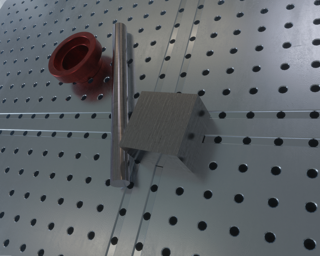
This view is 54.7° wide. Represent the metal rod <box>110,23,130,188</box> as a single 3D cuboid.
[{"bbox_3d":[-0.061,-0.054,0.473,0.025,0.025,0.299,-17,55,18],"label":"metal rod"}]

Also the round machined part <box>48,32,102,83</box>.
[{"bbox_3d":[-0.143,-0.118,0.545,0.098,0.042,0.098,-13,56,21],"label":"round machined part"}]

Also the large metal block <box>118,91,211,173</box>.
[{"bbox_3d":[0.008,0.003,0.387,0.080,0.050,0.080,7,65,31],"label":"large metal block"}]
